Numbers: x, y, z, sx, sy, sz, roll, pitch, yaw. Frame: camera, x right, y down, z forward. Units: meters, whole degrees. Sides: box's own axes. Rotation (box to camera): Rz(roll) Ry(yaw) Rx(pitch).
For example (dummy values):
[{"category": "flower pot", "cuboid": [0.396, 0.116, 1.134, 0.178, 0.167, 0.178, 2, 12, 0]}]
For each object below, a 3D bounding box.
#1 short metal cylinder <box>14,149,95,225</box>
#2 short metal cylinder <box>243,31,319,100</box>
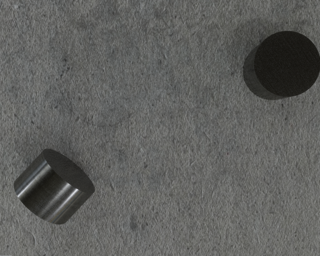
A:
[{"category": "short metal cylinder", "cuboid": [-0.128, 0.071, 0.381, 0.080, 0.080, 0.050, 43, 90, 0]}, {"category": "short metal cylinder", "cuboid": [0.154, -0.078, 0.398, 0.081, 0.050, 0.080, 0, 90, 0]}]
